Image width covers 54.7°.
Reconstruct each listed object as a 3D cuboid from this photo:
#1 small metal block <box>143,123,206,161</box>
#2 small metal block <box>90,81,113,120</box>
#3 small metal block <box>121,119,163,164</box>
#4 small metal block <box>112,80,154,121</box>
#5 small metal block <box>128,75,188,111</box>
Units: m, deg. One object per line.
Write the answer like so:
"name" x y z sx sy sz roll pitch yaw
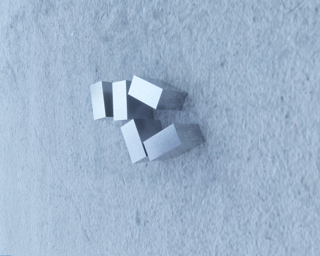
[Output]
"small metal block" 0.018 0.017 0.373 0.050 0.050 0.025 -32 70 35
"small metal block" -0.069 -0.037 0.444 0.025 0.050 0.050 -12 82 39
"small metal block" -0.017 0.016 0.401 0.025 0.050 0.050 -32 71 35
"small metal block" -0.036 -0.035 0.416 0.025 0.050 0.050 -4 88 40
"small metal block" -0.002 -0.044 0.389 0.050 0.050 0.025 31 109 35
